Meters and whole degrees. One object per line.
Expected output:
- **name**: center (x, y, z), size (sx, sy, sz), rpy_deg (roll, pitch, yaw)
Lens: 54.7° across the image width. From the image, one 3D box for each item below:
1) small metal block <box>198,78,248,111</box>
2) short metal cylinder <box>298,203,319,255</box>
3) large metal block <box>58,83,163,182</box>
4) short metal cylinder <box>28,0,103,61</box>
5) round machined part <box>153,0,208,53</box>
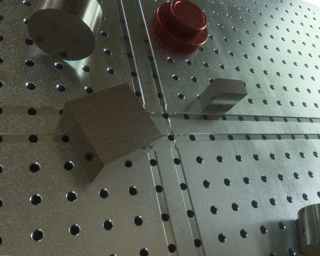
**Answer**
- **small metal block**: center (0.096, -0.050, 0.474), size (0.050, 0.050, 0.025), rpy_deg (0, 62, -28)
- **short metal cylinder**: center (0.229, 0.139, 0.411), size (0.080, 0.080, 0.050), rpy_deg (22, 54, -15)
- **large metal block**: center (-0.058, 0.003, 0.359), size (0.081, 0.050, 0.080), rpy_deg (-25, 75, -37)
- **short metal cylinder**: center (-0.117, -0.131, 0.390), size (0.081, 0.080, 0.050), rpy_deg (17, 55, -18)
- **round machined part**: center (0.041, -0.180, 0.529), size (0.099, 0.042, 0.098), rpy_deg (14, 56, -21)
